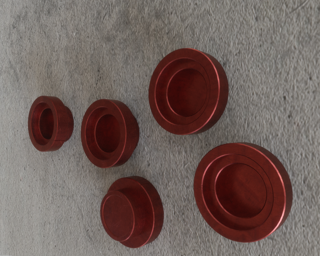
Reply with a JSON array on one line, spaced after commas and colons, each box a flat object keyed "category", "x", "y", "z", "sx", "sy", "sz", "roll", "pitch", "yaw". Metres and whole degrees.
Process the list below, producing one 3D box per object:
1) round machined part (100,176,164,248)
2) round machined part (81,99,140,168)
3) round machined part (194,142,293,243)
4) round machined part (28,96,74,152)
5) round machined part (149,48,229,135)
[{"category": "round machined part", "x": -0.046, "y": 0.118, "z": 0.432, "sx": 0.098, "sy": 0.042, "sz": 0.097, "roll": 0, "pitch": 90, "yaw": 40}, {"category": "round machined part", "x": -0.068, "y": 0.008, "z": 0.450, "sx": 0.098, "sy": 0.042, "sz": 0.097, "roll": 0, "pitch": 90, "yaw": 40}, {"category": "round machined part", "x": 0.087, "y": 0.063, "z": 0.322, "sx": 0.098, "sy": 0.042, "sz": 0.097, "roll": 0, "pitch": 90, "yaw": 40}, {"category": "round machined part", "x": -0.191, "y": -0.007, "z": 0.552, "sx": 0.098, "sy": 0.042, "sz": 0.097, "roll": 0, "pitch": 90, "yaw": 40}, {"category": "round machined part", "x": 0.037, "y": -0.041, "z": 0.364, "sx": 0.098, "sy": 0.042, "sz": 0.097, "roll": 0, "pitch": 90, "yaw": 40}]
